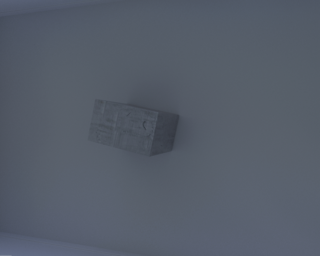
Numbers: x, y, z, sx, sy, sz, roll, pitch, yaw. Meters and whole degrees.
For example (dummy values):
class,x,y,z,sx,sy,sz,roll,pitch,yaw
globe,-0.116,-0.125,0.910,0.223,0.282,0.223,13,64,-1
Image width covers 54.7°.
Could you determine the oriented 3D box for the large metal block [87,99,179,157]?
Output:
class,x,y,z,sx,sy,sz,roll,pitch,yaw
large metal block,-0.030,-0.001,0.388,0.080,0.080,0.050,13,95,19
